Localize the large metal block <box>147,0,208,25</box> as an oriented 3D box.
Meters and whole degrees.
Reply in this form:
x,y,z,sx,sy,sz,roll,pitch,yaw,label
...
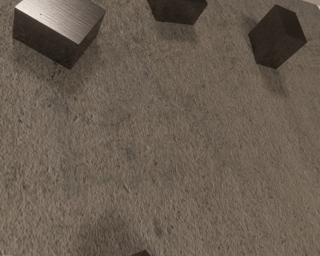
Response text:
x,y,z,sx,sy,sz,roll,pitch,yaw,label
0.025,-0.233,0.546,0.081,0.050,0.080,-5,65,-31,large metal block

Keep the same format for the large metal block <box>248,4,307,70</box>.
x,y,z,sx,sy,sz,roll,pitch,yaw,label
0.224,-0.174,0.599,0.050,0.080,0.080,11,57,-23,large metal block

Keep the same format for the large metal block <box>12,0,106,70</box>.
x,y,z,sx,sy,sz,roll,pitch,yaw,label
-0.129,-0.136,0.402,0.080,0.050,0.080,30,52,-10,large metal block

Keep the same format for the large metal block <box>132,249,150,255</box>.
x,y,z,sx,sy,sz,roll,pitch,yaw,label
-0.017,0.159,0.263,0.080,0.080,0.050,48,51,5,large metal block
